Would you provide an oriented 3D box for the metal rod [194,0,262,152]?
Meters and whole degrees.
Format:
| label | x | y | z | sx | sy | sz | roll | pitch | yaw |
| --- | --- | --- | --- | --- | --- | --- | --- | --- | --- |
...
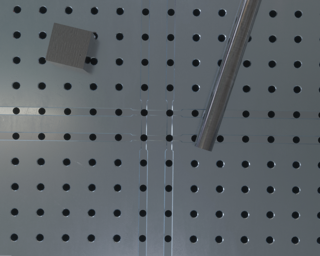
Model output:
| label | x | y | z | sx | sy | sz | roll | pitch | yaw |
| --- | --- | --- | --- | --- | --- | --- | --- | --- | --- |
| metal rod | 0.104 | -0.114 | 0.413 | 0.025 | 0.025 | 0.298 | 18 | 90 | 0 |

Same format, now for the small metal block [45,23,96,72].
| label | x | y | z | sx | sy | sz | roll | pitch | yaw |
| --- | --- | --- | --- | --- | --- | --- | --- | --- | --- |
| small metal block | -0.118 | -0.106 | 0.412 | 0.050 | 0.025 | 0.050 | 14 | 90 | 0 |
